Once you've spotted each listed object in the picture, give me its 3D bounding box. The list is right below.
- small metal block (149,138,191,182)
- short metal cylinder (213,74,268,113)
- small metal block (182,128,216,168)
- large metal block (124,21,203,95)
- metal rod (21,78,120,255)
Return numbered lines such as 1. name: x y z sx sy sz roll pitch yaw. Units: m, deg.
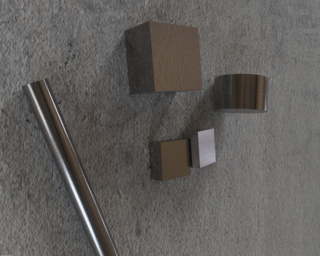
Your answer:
1. small metal block: 0.013 0.042 0.418 0.050 0.025 0.050 -5 94 -40
2. short metal cylinder: 0.123 -0.050 0.475 0.081 0.080 0.050 4 88 -40
3. small metal block: 0.057 0.028 0.447 0.050 0.025 0.050 -9 96 -55
4. large metal block: 0.006 -0.086 0.395 0.081 0.050 0.079 -8 96 -40
5. metal rod: -0.078 0.092 0.340 0.025 0.025 0.298 -29 109 -36
